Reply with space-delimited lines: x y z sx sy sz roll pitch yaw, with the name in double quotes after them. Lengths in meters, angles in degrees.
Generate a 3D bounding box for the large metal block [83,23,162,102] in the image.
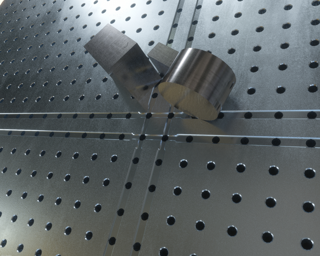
-0.054 -0.096 0.459 0.050 0.080 0.080 -45 51 -3 "large metal block"

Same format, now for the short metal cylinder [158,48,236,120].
0.045 -0.052 0.380 0.080 0.080 0.050 20 72 35 "short metal cylinder"

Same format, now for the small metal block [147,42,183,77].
0.016 -0.088 0.436 0.025 0.050 0.050 -48 52 -5 "small metal block"
